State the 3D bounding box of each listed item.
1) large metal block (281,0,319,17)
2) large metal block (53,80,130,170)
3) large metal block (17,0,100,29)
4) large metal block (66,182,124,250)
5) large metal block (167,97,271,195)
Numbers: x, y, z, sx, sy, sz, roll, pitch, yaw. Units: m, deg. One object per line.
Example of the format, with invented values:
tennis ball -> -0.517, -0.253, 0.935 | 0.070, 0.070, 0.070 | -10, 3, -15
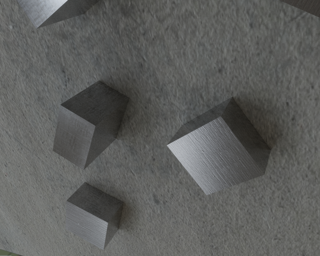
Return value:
large metal block -> 0.123, -0.139, 0.240 | 0.080, 0.050, 0.079 | 29, 128, 9
large metal block -> -0.092, -0.005, 0.415 | 0.050, 0.080, 0.079 | 30, 128, 8
large metal block -> -0.094, -0.155, 0.324 | 0.080, 0.080, 0.050 | -21, 107, 36
large metal block -> -0.116, 0.155, 0.546 | 0.080, 0.050, 0.079 | 24, 127, 13
large metal block -> 0.070, 0.023, 0.367 | 0.080, 0.050, 0.080 | -31, 101, 37
